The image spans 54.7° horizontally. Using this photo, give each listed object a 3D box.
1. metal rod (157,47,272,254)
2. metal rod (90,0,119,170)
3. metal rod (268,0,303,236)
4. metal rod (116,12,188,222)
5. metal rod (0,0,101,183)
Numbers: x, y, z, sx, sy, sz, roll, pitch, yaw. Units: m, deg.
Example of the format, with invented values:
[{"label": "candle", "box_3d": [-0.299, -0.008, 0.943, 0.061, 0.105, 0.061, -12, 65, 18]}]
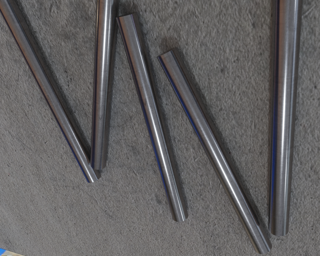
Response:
[{"label": "metal rod", "box_3d": [0.076, 0.040, 0.391, 0.025, 0.025, 0.299, -17, 110, 35]}, {"label": "metal rod", "box_3d": [-0.075, -0.061, 0.408, 0.025, 0.025, 0.298, 22, 127, 15]}, {"label": "metal rod", "box_3d": [0.133, 0.002, 0.337, 0.025, 0.025, 0.298, 5, 121, 26]}, {"label": "metal rod", "box_3d": [-0.003, 0.004, 0.410, 0.025, 0.025, 0.298, 0, 119, 28]}, {"label": "metal rod", "box_3d": [-0.159, -0.046, 0.461, 0.025, 0.025, 0.299, -7, 115, 31]}]
